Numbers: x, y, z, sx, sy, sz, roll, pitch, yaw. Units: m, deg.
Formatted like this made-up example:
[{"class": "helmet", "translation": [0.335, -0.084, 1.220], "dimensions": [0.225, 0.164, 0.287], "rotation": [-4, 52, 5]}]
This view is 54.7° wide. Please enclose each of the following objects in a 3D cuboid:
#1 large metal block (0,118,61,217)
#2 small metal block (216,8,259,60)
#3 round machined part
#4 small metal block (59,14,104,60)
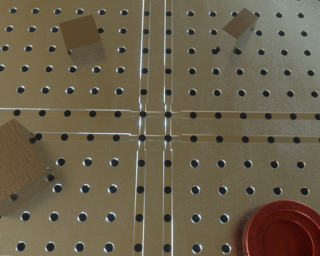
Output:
[{"class": "large metal block", "translation": [-0.184, 0.049, 0.378], "dimensions": [0.080, 0.050, 0.080], "rotation": [-35, 74, -12]}, {"class": "small metal block", "translation": [0.111, -0.136, 0.450], "dimensions": [0.025, 0.050, 0.050], "rotation": [41, 75, 13]}, {"class": "round machined part", "translation": [0.143, 0.135, 0.355], "dimensions": [0.099, 0.042, 0.098], "rotation": [0, 70, -1]}, {"class": "small metal block", "translation": [-0.116, -0.135, 0.460], "dimensions": [0.050, 0.025, 0.050], "rotation": [-18, 71, -7]}]
